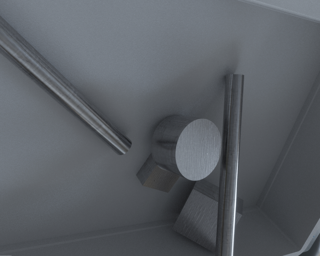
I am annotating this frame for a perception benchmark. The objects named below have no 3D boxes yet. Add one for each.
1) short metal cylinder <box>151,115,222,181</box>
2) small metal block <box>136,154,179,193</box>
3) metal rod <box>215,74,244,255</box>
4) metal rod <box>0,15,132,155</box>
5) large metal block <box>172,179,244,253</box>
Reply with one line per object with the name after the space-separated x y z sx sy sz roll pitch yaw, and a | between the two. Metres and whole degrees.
0.036 0.025 0.411 0.081 0.050 0.079 -7 101 -37 | short metal cylinder
0.002 0.062 0.450 0.050 0.025 0.050 24 105 -37 | small metal block
0.096 0.076 0.433 0.025 0.025 0.298 1 94 -29 | metal rod
-0.124 -0.062 0.303 0.025 0.025 0.300 -42 130 0 | metal rod
0.077 0.138 0.495 0.079 0.080 0.050 -66 170 19 | large metal block
